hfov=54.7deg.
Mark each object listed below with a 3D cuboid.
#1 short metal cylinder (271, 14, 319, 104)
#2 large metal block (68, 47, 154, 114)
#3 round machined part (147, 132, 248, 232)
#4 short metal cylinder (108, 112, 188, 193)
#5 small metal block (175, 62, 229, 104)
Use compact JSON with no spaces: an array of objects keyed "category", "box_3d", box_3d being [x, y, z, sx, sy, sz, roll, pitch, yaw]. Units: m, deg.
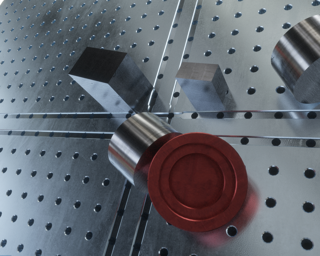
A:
[{"category":"short metal cylinder","box_3d":[0.168,-0.071,0.329,0.080,0.080,0.050,-27,53,11]},{"category":"large metal block","box_3d":[-0.069,-0.068,0.449,0.080,0.080,0.050,17,71,34]},{"category":"round machined part","box_3d":[0.038,0.055,0.325,0.099,0.042,0.097,-1,81,4]},{"category":"short metal cylinder","box_3d":[-0.012,0.028,0.361,0.080,0.080,0.050,-49,52,-6]},{"category":"small metal block","box_3d":[0.055,-0.058,0.398,0.050,0.050,0.025,12,68,33]}]
